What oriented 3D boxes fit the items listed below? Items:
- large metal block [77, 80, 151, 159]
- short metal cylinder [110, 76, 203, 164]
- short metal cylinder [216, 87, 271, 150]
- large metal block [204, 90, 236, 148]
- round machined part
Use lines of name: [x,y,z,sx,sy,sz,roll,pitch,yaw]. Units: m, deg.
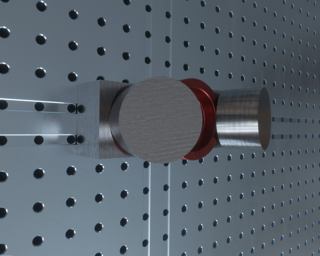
large metal block: [-0.046,-0.008,0.354,0.081,0.050,0.080,1,90,-40]
short metal cylinder: [-0.006,-0.008,0.306,0.081,0.050,0.079,0,91,-19]
short metal cylinder: [0.111,-0.012,0.404,0.080,0.050,0.080,1,89,-60]
large metal block: [0.070,-0.013,0.451,0.081,0.050,0.080,-1,91,-40]
round machined part: [0.028,-0.011,0.383,0.099,0.042,0.097,0,90,-40]
